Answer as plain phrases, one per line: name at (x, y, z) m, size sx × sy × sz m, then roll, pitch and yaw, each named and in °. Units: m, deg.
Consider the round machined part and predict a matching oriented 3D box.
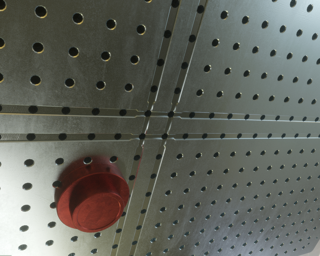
round machined part at (-0.087, 0.100, 0.414) m, size 0.099 × 0.042 × 0.097 m, roll -14°, pitch 124°, yaw -21°
